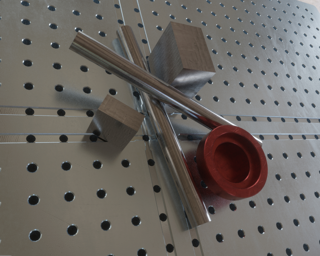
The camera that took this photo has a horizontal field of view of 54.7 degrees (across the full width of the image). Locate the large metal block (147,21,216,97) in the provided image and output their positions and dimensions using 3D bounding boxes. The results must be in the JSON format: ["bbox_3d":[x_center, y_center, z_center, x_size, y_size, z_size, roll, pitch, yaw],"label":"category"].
[{"bbox_3d":[0.027,-0.090,0.444,0.050,0.080,0.080,2,61,-28],"label":"large metal block"}]

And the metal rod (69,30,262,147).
[{"bbox_3d":[0.023,-0.037,0.416,0.301,0.025,0.025,28,52,-22],"label":"metal rod"}]

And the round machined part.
[{"bbox_3d":[0.091,0.048,0.414,0.099,0.042,0.098,10,63,-21],"label":"round machined part"}]

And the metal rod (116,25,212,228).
[{"bbox_3d":[-0.002,-0.016,0.417,0.025,0.025,0.299,-8,66,-32],"label":"metal rod"}]

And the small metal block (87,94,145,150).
[{"bbox_3d":[-0.053,-0.006,0.368,0.050,0.050,0.025,30,52,-9],"label":"small metal block"}]
